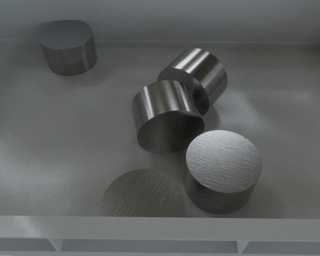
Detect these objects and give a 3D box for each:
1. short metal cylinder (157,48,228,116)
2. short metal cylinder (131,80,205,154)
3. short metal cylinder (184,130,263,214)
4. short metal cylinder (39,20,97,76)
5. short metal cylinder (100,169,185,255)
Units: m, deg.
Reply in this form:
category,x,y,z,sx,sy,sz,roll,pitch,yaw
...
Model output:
category,x,y,z,sx,sy,sz,roll,pitch,yaw
short metal cylinder,0.044,-0.060,0.420,0.080,0.080,0.050,28,56,22
short metal cylinder,0.008,-0.012,0.379,0.081,0.080,0.050,-9,51,-7
short metal cylinder,0.068,0.049,0.348,0.080,0.050,0.080,0,50,0
short metal cylinder,-0.145,-0.129,0.496,0.080,0.050,0.080,0,50,0
short metal cylinder,-0.016,0.089,0.314,0.080,0.050,0.080,0,50,0
